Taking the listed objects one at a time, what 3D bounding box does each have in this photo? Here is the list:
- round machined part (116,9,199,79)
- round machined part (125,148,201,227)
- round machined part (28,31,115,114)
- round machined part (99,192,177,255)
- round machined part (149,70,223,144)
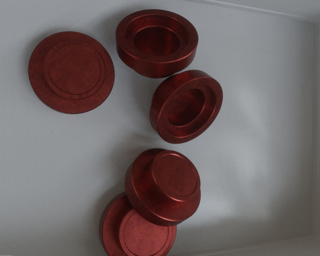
[{"bbox_3d":[-0.004,-0.100,0.384,0.099,0.042,0.098,3,55,-4],"label":"round machined part"},{"bbox_3d":[0.010,0.066,0.380,0.099,0.042,0.098,20,47,-22],"label":"round machined part"},{"bbox_3d":[-0.102,-0.065,0.364,0.099,0.042,0.097,0,90,-21],"label":"round machined part"},{"bbox_3d":[-0.023,0.127,0.388,0.099,0.042,0.097,3,82,-22],"label":"round machined part"},{"bbox_3d":[0.029,-0.031,0.396,0.099,0.042,0.097,-22,135,-23],"label":"round machined part"}]
